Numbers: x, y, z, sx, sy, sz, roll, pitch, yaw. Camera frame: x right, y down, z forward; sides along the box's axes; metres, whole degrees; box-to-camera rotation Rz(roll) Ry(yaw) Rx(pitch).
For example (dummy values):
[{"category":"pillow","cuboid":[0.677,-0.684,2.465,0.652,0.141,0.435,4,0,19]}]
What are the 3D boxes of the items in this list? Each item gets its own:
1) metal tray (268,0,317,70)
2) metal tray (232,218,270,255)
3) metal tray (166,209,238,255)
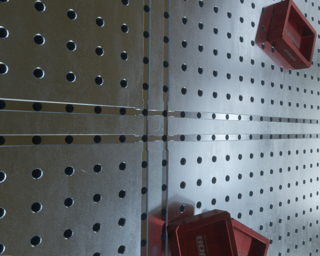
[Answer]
[{"category":"metal tray","cuboid":[0.277,-0.190,0.641,0.131,0.030,0.090,27,73,-37]},{"category":"metal tray","cuboid":[0.129,0.210,0.517,0.130,0.030,0.090,36,68,-34]},{"category":"metal tray","cuboid":[0.066,0.190,0.436,0.091,0.030,0.129,-8,86,-26]}]
